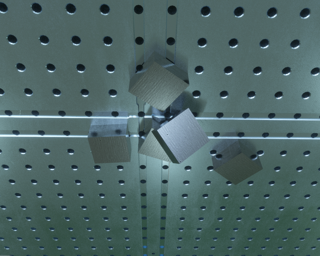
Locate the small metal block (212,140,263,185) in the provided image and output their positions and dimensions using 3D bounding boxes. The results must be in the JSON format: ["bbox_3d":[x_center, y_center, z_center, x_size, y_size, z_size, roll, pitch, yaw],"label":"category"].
[{"bbox_3d":[0.114,0.052,0.458,0.050,0.025,0.050,35,121,-27],"label":"small metal block"}]

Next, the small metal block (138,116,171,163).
[{"bbox_3d":[0.003,0.016,0.426,0.050,0.025,0.050,18,128,-16],"label":"small metal block"}]

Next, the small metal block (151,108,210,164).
[{"bbox_3d":[0.026,0.010,0.393,0.050,0.025,0.050,-36,97,-17],"label":"small metal block"}]

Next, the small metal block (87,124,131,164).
[{"bbox_3d":[-0.068,0.022,0.430,0.050,0.025,0.050,-3,130,2],"label":"small metal block"}]

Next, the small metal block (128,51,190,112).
[{"bbox_3d":[-0.001,-0.054,0.366,0.050,0.025,0.050,30,124,-24],"label":"small metal block"}]
